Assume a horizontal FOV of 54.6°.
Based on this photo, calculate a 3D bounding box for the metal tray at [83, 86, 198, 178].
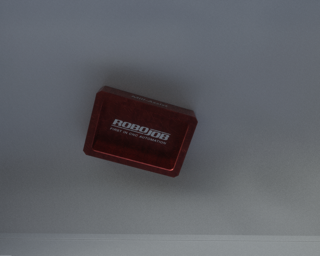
[{"bbox_3d":[-0.026,0.006,0.410,0.131,0.030,0.089,16,109,-6],"label":"metal tray"}]
